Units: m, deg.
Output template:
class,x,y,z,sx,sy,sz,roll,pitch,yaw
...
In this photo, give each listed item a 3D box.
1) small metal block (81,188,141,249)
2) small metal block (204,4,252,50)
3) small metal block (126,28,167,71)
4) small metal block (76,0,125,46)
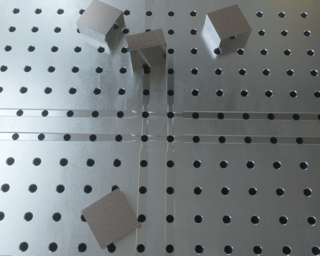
class,x,y,z,sx,sy,sz,roll,pitch,yaw
small metal block,-0.058,0.108,0.372,0.050,0.025,0.050,-31,73,-11
small metal block,0.102,-0.153,0.468,0.050,0.025,0.050,-20,71,-7
small metal block,-0.019,-0.110,0.439,0.050,0.050,0.025,-14,71,-5
small metal block,-0.089,-0.161,0.470,0.050,0.025,0.050,27,72,9
